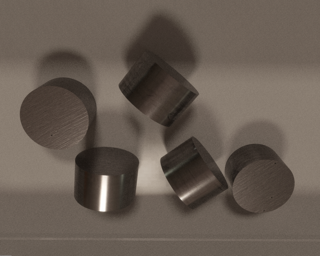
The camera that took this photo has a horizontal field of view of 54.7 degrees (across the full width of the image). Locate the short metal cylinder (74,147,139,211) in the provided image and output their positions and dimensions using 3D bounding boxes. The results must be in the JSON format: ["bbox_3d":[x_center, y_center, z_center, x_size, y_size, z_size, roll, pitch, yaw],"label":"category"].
[{"bbox_3d":[-0.070,0.064,0.405,0.081,0.080,0.050,6,110,-3],"label":"short metal cylinder"}]

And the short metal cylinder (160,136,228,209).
[{"bbox_3d":[0.045,0.058,0.404,0.050,0.080,0.080,-36,107,12],"label":"short metal cylinder"}]

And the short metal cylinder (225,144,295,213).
[{"bbox_3d":[0.134,0.068,0.425,0.081,0.050,0.079,0,110,-1],"label":"short metal cylinder"}]

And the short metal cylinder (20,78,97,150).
[{"bbox_3d":[-0.125,-0.019,0.389,0.081,0.050,0.079,0,110,-1],"label":"short metal cylinder"}]

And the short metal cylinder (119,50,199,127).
[{"bbox_3d":[-0.001,-0.047,0.365,0.080,0.080,0.050,37,106,-13],"label":"short metal cylinder"}]
